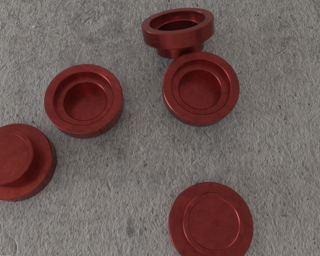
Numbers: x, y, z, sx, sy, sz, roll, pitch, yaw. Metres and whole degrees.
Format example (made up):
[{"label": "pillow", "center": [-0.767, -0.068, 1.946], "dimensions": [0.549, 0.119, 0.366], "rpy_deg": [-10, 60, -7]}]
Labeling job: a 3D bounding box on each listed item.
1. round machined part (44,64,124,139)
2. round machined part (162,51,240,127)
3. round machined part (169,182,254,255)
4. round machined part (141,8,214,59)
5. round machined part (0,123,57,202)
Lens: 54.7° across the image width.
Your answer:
[{"label": "round machined part", "center": [-0.097, -0.032, 0.410], "dimensions": [0.099, 0.042, 0.098], "rpy_deg": [0, 70, 0]}, {"label": "round machined part", "center": [0.052, -0.048, 0.413], "dimensions": [0.099, 0.042, 0.098], "rpy_deg": [1, 76, -3]}, {"label": "round machined part", "center": [0.059, 0.111, 0.359], "dimensions": [0.099, 0.042, 0.098], "rpy_deg": [0, 70, 0]}, {"label": "round machined part", "center": [0.026, -0.130, 0.431], "dimensions": [0.099, 0.042, 0.098], "rpy_deg": [-6, 38, 5]}, {"label": "round machined part", "center": [-0.184, 0.040, 0.383], "dimensions": [0.099, 0.042, 0.098], "rpy_deg": [0, 70, 0]}]
